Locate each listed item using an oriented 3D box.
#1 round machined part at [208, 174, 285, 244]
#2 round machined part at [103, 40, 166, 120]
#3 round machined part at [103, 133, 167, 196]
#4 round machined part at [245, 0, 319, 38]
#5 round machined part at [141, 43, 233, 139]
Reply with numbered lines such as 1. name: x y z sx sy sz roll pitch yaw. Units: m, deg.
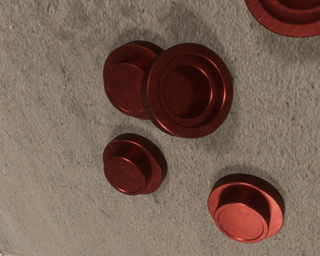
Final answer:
1. round machined part: 0.110 0.111 0.406 0.098 0.042 0.097 13 124 20
2. round machined part: -0.028 -0.053 0.377 0.098 0.042 0.097 13 124 20
3. round machined part: -0.043 0.060 0.454 0.098 0.042 0.097 13 124 20
4. round machined part: 0.120 -0.128 0.253 0.098 0.042 0.097 13 124 20
5. round machined part: 0.026 -0.038 0.334 0.098 0.098 0.042 58 162 -13
